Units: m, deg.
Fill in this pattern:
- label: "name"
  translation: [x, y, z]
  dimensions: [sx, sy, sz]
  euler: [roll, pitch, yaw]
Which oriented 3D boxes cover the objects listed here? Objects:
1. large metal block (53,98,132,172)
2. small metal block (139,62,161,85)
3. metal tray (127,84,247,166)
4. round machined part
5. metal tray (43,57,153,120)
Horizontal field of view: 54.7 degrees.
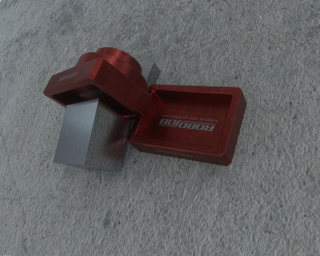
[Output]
- label: "large metal block"
  translation: [-0.089, 0.012, 0.403]
  dimensions: [0.080, 0.050, 0.080]
  euler: [-4, 71, 46]
- label: "small metal block"
  translation: [-0.033, -0.072, 0.466]
  dimensions: [0.050, 0.025, 0.050]
  euler: [7, 65, 31]
- label: "metal tray"
  translation: [0.033, -0.008, 0.389]
  dimensions: [0.130, 0.030, 0.090]
  euler: [7, 65, 30]
- label: "round machined part"
  translation: [-0.063, -0.072, 0.420]
  dimensions: [0.098, 0.098, 0.042]
  euler: [6, 65, 30]
- label: "metal tray"
  translation: [-0.085, -0.043, 0.411]
  dimensions: [0.130, 0.090, 0.030]
  euler: [-4, 59, 47]
